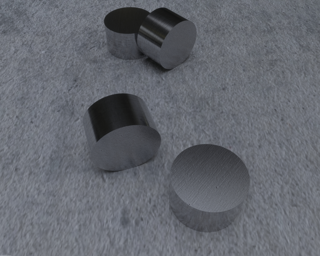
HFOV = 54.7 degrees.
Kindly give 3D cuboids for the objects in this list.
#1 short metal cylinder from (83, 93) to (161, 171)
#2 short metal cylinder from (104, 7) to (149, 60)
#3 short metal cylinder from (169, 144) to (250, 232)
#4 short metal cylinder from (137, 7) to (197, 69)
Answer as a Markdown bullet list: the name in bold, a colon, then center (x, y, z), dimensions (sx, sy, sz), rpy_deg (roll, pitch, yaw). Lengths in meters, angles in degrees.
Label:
- **short metal cylinder**: center (-0.045, 0.006, 0.362), dimensions (0.081, 0.080, 0.050), rpy_deg (-15, 52, -12)
- **short metal cylinder**: center (-0.050, -0.159, 0.520), dimensions (0.081, 0.050, 0.080), rpy_deg (0, 50, 0)
- **short metal cylinder**: center (0.051, 0.064, 0.334), dimensions (0.081, 0.050, 0.080), rpy_deg (0, 50, 0)
- **short metal cylinder**: center (0.011, -0.140, 0.485), dimensions (0.080, 0.080, 0.050), rpy_deg (-36, 59, -26)
